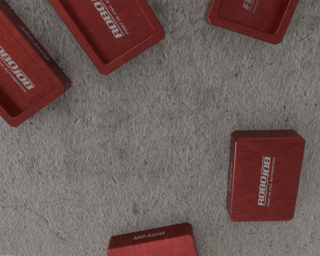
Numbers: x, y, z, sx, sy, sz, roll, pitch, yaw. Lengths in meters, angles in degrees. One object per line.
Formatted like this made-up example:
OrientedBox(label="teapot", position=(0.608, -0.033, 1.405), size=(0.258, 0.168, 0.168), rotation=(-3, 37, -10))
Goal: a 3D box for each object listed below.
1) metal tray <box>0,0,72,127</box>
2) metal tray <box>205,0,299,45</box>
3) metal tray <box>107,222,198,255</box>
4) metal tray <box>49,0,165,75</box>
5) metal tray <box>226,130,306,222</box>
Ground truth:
OrientedBox(label="metal tray", position=(-0.186, -0.077, 0.376), size=(0.090, 0.030, 0.130), rotation=(-34, 107, 11))
OrientedBox(label="metal tray", position=(0.114, -0.170, 0.345), size=(0.091, 0.030, 0.129), rotation=(16, 109, -6))
OrientedBox(label="metal tray", position=(-0.007, 0.203, 0.482), size=(0.131, 0.030, 0.089), rotation=(-12, 110, 4))
OrientedBox(label="metal tray", position=(-0.064, -0.139, 0.355), size=(0.090, 0.030, 0.130), rotation=(-31, 108, 10))
OrientedBox(label="metal tray", position=(0.144, 0.068, 0.433), size=(0.091, 0.030, 0.129), rotation=(-1, 110, 0))
